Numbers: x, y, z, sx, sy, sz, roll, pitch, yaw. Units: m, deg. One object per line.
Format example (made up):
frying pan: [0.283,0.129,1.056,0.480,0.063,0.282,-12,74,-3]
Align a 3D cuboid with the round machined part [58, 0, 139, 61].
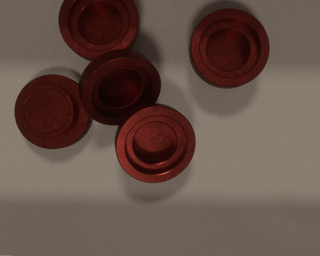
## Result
round machined part: [-0.076,-0.133,0.402,0.099,0.042,0.097,0,90,-1]

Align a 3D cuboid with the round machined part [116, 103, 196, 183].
round machined part: [-0.008,0.017,0.394,0.099,0.042,0.097,-3,105,-11]

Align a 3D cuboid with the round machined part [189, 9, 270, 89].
round machined part: [0.087,-0.100,0.404,0.099,0.042,0.097,0,90,-1]

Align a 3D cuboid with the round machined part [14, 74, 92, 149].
round machined part: [-0.140,-0.021,0.401,0.099,0.042,0.097,0,90,-1]

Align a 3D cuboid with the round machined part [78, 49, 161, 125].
round machined part: [-0.052,-0.054,0.385,0.098,0.098,0.042,-32,48,0]
